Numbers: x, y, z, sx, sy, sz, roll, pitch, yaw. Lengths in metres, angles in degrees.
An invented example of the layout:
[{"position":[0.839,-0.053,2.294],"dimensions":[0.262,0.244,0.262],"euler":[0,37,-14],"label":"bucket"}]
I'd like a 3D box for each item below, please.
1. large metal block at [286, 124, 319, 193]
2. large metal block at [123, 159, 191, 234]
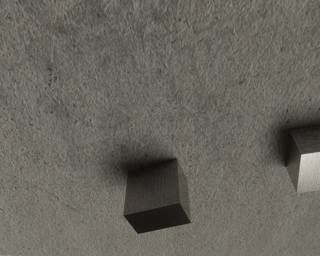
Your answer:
[{"position":[0.225,0.041,0.427],"dimensions":[0.080,0.050,0.080],"euler":[-9,130,7],"label":"large metal block"},{"position":[-0.003,0.100,0.456],"dimensions":[0.080,0.080,0.050],"euler":[-16,128,13],"label":"large metal block"}]
